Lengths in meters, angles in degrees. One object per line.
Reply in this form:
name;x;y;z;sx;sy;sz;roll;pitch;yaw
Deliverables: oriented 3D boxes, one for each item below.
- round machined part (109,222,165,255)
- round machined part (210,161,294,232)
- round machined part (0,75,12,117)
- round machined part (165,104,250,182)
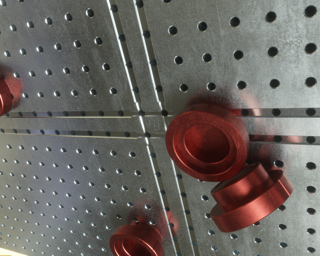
round machined part;-0.036;0.206;0.545;0.098;0.042;0.097;13;124;20
round machined part;0.099;0.074;0.360;0.098;0.099;0.042;-38;83;38
round machined part;-0.304;-0.057;0.521;0.098;0.042;0.097;13;124;20
round machined part;0.060;0.014;0.377;0.098;0.042;0.097;13;124;20
